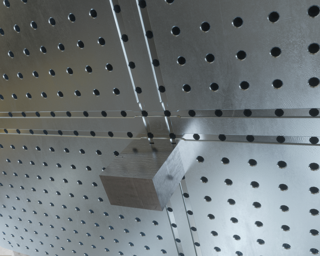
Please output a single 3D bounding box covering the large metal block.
[{"bbox_3d":[-0.022,0.064,0.427,0.080,0.080,0.050,-1,118,29],"label":"large metal block"}]
